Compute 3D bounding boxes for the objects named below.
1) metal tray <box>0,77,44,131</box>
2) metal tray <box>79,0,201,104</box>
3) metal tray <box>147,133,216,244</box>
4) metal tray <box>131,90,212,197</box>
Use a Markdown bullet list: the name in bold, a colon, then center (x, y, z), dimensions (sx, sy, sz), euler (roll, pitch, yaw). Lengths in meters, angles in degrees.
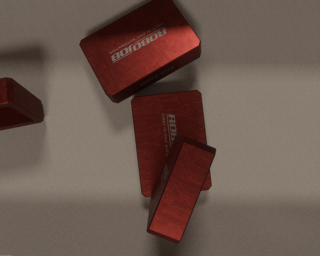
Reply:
- **metal tray**: center (-0.222, -0.019, 0.372), dimensions (0.131, 0.090, 0.030), euler (-11, 77, -2)
- **metal tray**: center (-0.025, -0.101, 0.396), dimensions (0.130, 0.030, 0.090), euler (-30, 73, -1)
- **metal tray**: center (0.019, 0.054, 0.329), dimensions (0.030, 0.130, 0.090), euler (22, 90, 0)
- **metal tray**: center (0.015, 0.020, 0.409), dimensions (0.091, 0.030, 0.129), euler (-6, 90, -1)
